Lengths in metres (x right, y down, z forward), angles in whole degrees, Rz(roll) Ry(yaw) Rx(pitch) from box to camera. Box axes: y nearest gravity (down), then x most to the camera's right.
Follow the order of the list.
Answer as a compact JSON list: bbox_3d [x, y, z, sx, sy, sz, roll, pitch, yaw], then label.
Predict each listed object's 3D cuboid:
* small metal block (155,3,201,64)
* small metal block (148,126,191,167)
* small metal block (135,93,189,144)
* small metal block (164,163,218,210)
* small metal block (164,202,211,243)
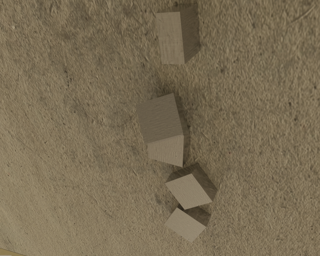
[{"bbox_3d":[0.021,-0.098,0.319,0.025,0.050,0.050,6,121,25],"label":"small metal block"},{"bbox_3d":[0.012,0.019,0.413,0.050,0.025,0.050,13,124,21],"label":"small metal block"},{"bbox_3d":[0.003,-0.010,0.378,0.050,0.025,0.050,-16,82,19],"label":"small metal block"},{"bbox_3d":[0.044,0.083,0.435,0.050,0.025,0.050,-28,103,37],"label":"small metal block"},{"bbox_3d":[0.042,0.140,0.471,0.050,0.025,0.050,33,129,6],"label":"small metal block"}]
